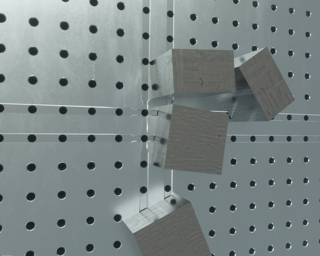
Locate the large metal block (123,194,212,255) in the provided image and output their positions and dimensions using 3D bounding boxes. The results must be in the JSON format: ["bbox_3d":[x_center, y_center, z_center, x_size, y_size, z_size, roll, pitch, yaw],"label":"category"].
[{"bbox_3d":[0.009,0.144,0.403,0.081,0.050,0.080,-24,98,-18],"label":"large metal block"}]

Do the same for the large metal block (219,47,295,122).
[{"bbox_3d":[0.122,-0.056,0.428,0.050,0.080,0.080,-36,102,-16],"label":"large metal block"}]

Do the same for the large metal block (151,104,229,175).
[{"bbox_3d":[0.039,0.016,0.414,0.081,0.050,0.080,9,87,-20],"label":"large metal block"}]

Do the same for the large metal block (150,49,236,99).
[{"bbox_3d":[0.039,-0.066,0.397,0.081,0.080,0.050,-4,92,-20],"label":"large metal block"}]
